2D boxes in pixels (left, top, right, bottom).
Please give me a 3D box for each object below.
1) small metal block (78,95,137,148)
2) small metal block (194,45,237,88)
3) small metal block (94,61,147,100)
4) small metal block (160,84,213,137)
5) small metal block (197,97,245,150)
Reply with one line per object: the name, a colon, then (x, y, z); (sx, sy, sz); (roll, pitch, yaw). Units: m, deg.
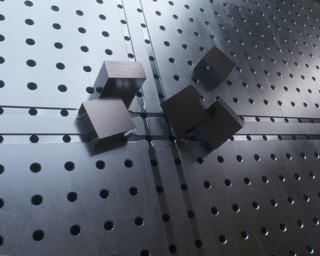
small metal block: (-0.065, -0.009, 0.379); (0.050, 0.025, 0.050); (-17, 71, -35)
small metal block: (0.094, -0.104, 0.521); (0.050, 0.025, 0.050); (41, 51, 0)
small metal block: (-0.052, -0.060, 0.400); (0.050, 0.050, 0.025); (-4, 64, -30)
small metal block: (0.036, -0.022, 0.421); (0.050, 0.050, 0.025); (63, 17, 16)
small metal block: (0.082, -0.006, 0.436); (0.050, 0.050, 0.025); (48, 26, 5)
